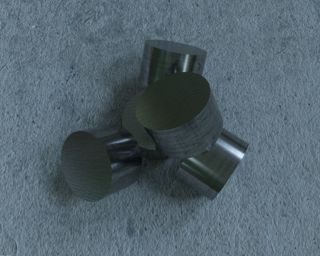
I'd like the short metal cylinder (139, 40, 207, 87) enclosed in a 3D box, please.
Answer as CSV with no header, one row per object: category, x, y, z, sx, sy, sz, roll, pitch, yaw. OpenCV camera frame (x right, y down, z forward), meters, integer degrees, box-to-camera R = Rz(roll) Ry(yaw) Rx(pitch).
short metal cylinder,0.016,-0.081,0.403,0.080,0.080,0.050,13,114,4

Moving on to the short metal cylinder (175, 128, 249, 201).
short metal cylinder,0.061,0.038,0.366,0.050,0.080,0.080,33,73,11

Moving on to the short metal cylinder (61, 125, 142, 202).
short metal cylinder,-0.068,0.039,0.360,0.080,0.050,0.079,7,102,34

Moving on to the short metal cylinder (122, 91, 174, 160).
short metal cylinder,-0.006,-0.003,0.397,0.081,0.050,0.080,0,70,-1

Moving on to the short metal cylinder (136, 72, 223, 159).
short metal cylinder,0.021,-0.014,0.330,0.080,0.050,0.080,-15,46,17
